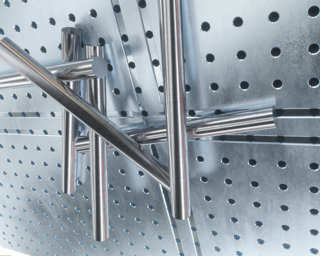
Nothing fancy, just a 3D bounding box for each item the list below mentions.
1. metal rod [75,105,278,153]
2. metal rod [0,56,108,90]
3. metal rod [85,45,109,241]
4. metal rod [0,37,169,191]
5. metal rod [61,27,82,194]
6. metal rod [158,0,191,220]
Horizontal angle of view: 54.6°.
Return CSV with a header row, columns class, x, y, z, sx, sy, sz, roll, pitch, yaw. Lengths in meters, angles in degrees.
class,x,y,z,sx,sy,sz,roll,pitch,yaw
metal rod,0.000,0.008,0.416,0.300,0.025,0.025,-9,114,32
metal rod,-0.191,-0.071,0.446,0.300,0.025,0.025,1,119,36
metal rod,-0.088,0.035,0.445,0.025,0.025,0.298,11,113,22
metal rod,-0.076,-0.003,0.402,0.300,0.025,0.025,40,130,-15
metal rod,-0.140,-0.006,0.481,0.025,0.025,0.298,23,127,14
metal rod,0.018,-0.025,0.360,0.025,0.025,0.298,6,113,25
